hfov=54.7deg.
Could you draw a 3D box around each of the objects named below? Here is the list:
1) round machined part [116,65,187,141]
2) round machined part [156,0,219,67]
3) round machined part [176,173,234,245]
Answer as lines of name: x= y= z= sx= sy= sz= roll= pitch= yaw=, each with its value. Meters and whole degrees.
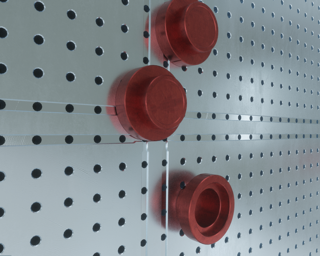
round machined part: x=-0.004 y=-0.032 z=0.397 sx=0.099 sy=0.042 sz=0.097 roll=0 pitch=90 yaw=-40
round machined part: x=0.045 y=-0.138 z=0.438 sx=0.099 sy=0.042 sz=0.097 roll=0 pitch=90 yaw=-40
round machined part: x=0.062 y=0.115 z=0.453 sx=0.099 sy=0.042 sz=0.097 roll=0 pitch=90 yaw=-40
